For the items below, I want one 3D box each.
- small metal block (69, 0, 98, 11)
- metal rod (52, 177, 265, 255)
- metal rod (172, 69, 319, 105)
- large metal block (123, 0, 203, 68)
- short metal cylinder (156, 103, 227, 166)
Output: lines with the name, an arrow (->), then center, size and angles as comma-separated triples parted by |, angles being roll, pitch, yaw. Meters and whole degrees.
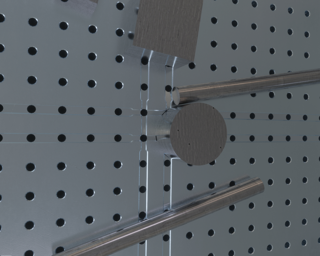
small metal block -> -0.095, -0.180, 0.377 | 0.050, 0.025, 0.050 | 17, 84, -19
metal rod -> 0.012, 0.125, 0.417 | 0.302, 0.025, 0.025 | -16, 96, -20
metal rod -> 0.162, -0.068, 0.472 | 0.303, 0.025, 0.025 | -10, 94, -20
large metal block -> 0.003, -0.130, 0.400 | 0.081, 0.050, 0.080 | 10, 87, -20
short metal cylinder -> 0.041, 0.008, 0.415 | 0.081, 0.050, 0.079 | 0, 90, -20
